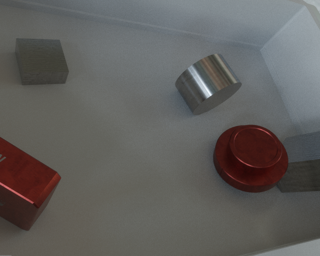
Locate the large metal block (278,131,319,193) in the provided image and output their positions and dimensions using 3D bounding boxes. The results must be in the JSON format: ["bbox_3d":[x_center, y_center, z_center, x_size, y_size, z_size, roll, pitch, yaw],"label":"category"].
[{"bbox_3d":[0.219,0.048,0.454,0.080,0.080,0.050,-39,104,-39],"label":"large metal block"}]

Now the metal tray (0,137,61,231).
[{"bbox_3d":[-0.155,0.032,0.261,0.130,0.090,0.030,34,51,-7],"label":"metal tray"}]

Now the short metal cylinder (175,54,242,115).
[{"bbox_3d":[0.069,-0.061,0.447,0.081,0.080,0.050,-20,73,-36],"label":"short metal cylinder"}]

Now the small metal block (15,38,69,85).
[{"bbox_3d":[-0.145,-0.081,0.378,0.050,0.025,0.050,-8,66,-32],"label":"small metal block"}]

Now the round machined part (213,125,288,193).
[{"bbox_3d":[0.125,0.034,0.420,0.099,0.042,0.098,1,53,-1],"label":"round machined part"}]
